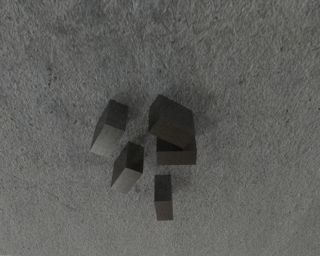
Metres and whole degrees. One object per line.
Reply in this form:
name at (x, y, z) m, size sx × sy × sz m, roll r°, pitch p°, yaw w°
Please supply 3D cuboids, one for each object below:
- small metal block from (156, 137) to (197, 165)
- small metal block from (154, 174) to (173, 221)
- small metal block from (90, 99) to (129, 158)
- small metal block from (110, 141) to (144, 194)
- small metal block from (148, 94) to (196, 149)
small metal block at (0.021, 0.022, 0.410) m, size 0.050 × 0.050 × 0.025 m, roll -1°, pitch 130°, yaw 0°
small metal block at (0.006, 0.109, 0.483) m, size 0.025 × 0.050 × 0.050 m, roll -3°, pitch 130°, yaw 3°
small metal block at (-0.064, 0.000, 0.390) m, size 0.025 × 0.050 × 0.050 m, roll 23°, pitch 126°, yaw -18°
small metal block at (-0.046, 0.056, 0.438) m, size 0.025 × 0.050 × 0.050 m, roll 23°, pitch 126°, yaw -19°
small metal block at (0.014, -0.009, 0.383) m, size 0.050 × 0.050 × 0.025 m, roll 25°, pitch 126°, yaw -20°
